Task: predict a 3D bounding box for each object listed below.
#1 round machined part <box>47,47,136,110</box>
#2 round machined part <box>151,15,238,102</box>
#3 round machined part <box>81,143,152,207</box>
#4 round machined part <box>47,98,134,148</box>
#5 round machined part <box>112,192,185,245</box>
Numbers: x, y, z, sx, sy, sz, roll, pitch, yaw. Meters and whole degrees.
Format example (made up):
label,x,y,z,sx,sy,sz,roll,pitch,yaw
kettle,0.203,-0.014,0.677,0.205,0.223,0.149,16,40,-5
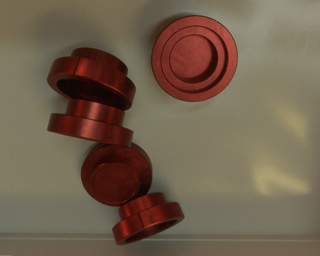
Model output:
label,x,y,z,sx,sy,sz,roll,pitch,yaw
round machined part,-0.075,-0.058,0.361,0.099,0.098,0.042,15,74,-6
round machined part,0.039,-0.084,0.372,0.099,0.042,0.097,0,110,0
round machined part,-0.060,0.068,0.427,0.099,0.042,0.097,0,110,0
round machined part,-0.079,-0.006,0.371,0.099,0.098,0.042,12,84,-5
round machined part,-0.019,0.122,0.428,0.098,0.098,0.042,-28,65,10
